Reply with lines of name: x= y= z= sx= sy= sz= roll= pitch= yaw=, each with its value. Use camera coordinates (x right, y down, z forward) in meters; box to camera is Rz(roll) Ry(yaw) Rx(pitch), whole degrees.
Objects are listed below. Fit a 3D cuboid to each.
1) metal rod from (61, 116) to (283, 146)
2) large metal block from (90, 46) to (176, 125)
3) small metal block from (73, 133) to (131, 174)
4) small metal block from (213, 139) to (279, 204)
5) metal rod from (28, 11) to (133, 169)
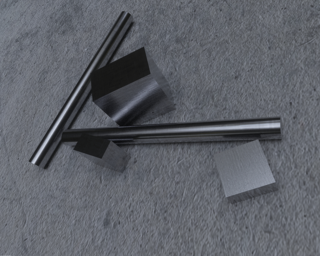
metal rod: x=-0.004 y=0.007 z=0.400 sx=0.301 sy=0.025 sz=0.025 roll=-3 pitch=60 yaw=26
large metal block: x=-0.035 y=-0.049 z=0.415 sx=0.080 sy=0.080 sz=0.050 roll=-23 pitch=54 yaw=14
small metal block: x=-0.075 y=0.033 z=0.405 sx=0.050 sy=0.050 sz=0.025 roll=12 pitch=68 yaw=33
small metal block: x=0.090 y=0.047 z=0.328 sx=0.050 sy=0.025 sz=0.050 roll=-21 pitch=54 yaw=15
metal rod: x=-0.122 y=-0.072 z=0.510 sx=0.025 sy=0.025 sz=0.300 roll=14 pitch=69 yaw=33
